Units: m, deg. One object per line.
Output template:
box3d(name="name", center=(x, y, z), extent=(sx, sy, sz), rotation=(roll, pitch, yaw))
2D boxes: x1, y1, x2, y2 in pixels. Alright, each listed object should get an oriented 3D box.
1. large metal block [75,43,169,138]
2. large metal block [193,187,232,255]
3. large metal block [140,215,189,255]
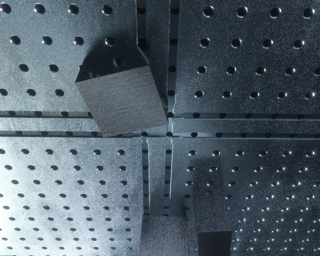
box3d(name="large metal block", center=(-0.039, -0.042, 0.359), extent=(0.080, 0.050, 0.080), rotation=(-12, 129, 9))
box3d(name="large metal block", center=(0.084, 0.156, 0.508), extent=(0.050, 0.080, 0.080), rotation=(-4, 130, 3))
box3d(name="large metal block", center=(0.006, 0.205, 0.550), extent=(0.080, 0.080, 0.050), rotation=(4, 130, -4))
